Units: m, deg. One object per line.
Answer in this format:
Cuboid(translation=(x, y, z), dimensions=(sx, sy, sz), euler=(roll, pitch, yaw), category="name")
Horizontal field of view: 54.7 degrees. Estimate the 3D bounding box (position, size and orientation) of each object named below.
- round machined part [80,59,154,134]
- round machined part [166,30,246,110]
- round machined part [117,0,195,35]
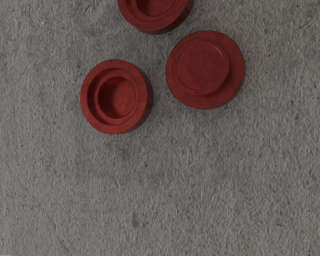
Cuboid(translation=(-0.054, -0.040, 0.419), dimensions=(0.098, 0.042, 0.097), euler=(0, 90, 20), category="round machined part")
Cuboid(translation=(0.053, -0.072, 0.381), dimensions=(0.098, 0.042, 0.097), euler=(0, 90, 20), category="round machined part")
Cuboid(translation=(-0.002, -0.169, 0.400), dimensions=(0.098, 0.042, 0.097), euler=(0, 90, 20), category="round machined part")
